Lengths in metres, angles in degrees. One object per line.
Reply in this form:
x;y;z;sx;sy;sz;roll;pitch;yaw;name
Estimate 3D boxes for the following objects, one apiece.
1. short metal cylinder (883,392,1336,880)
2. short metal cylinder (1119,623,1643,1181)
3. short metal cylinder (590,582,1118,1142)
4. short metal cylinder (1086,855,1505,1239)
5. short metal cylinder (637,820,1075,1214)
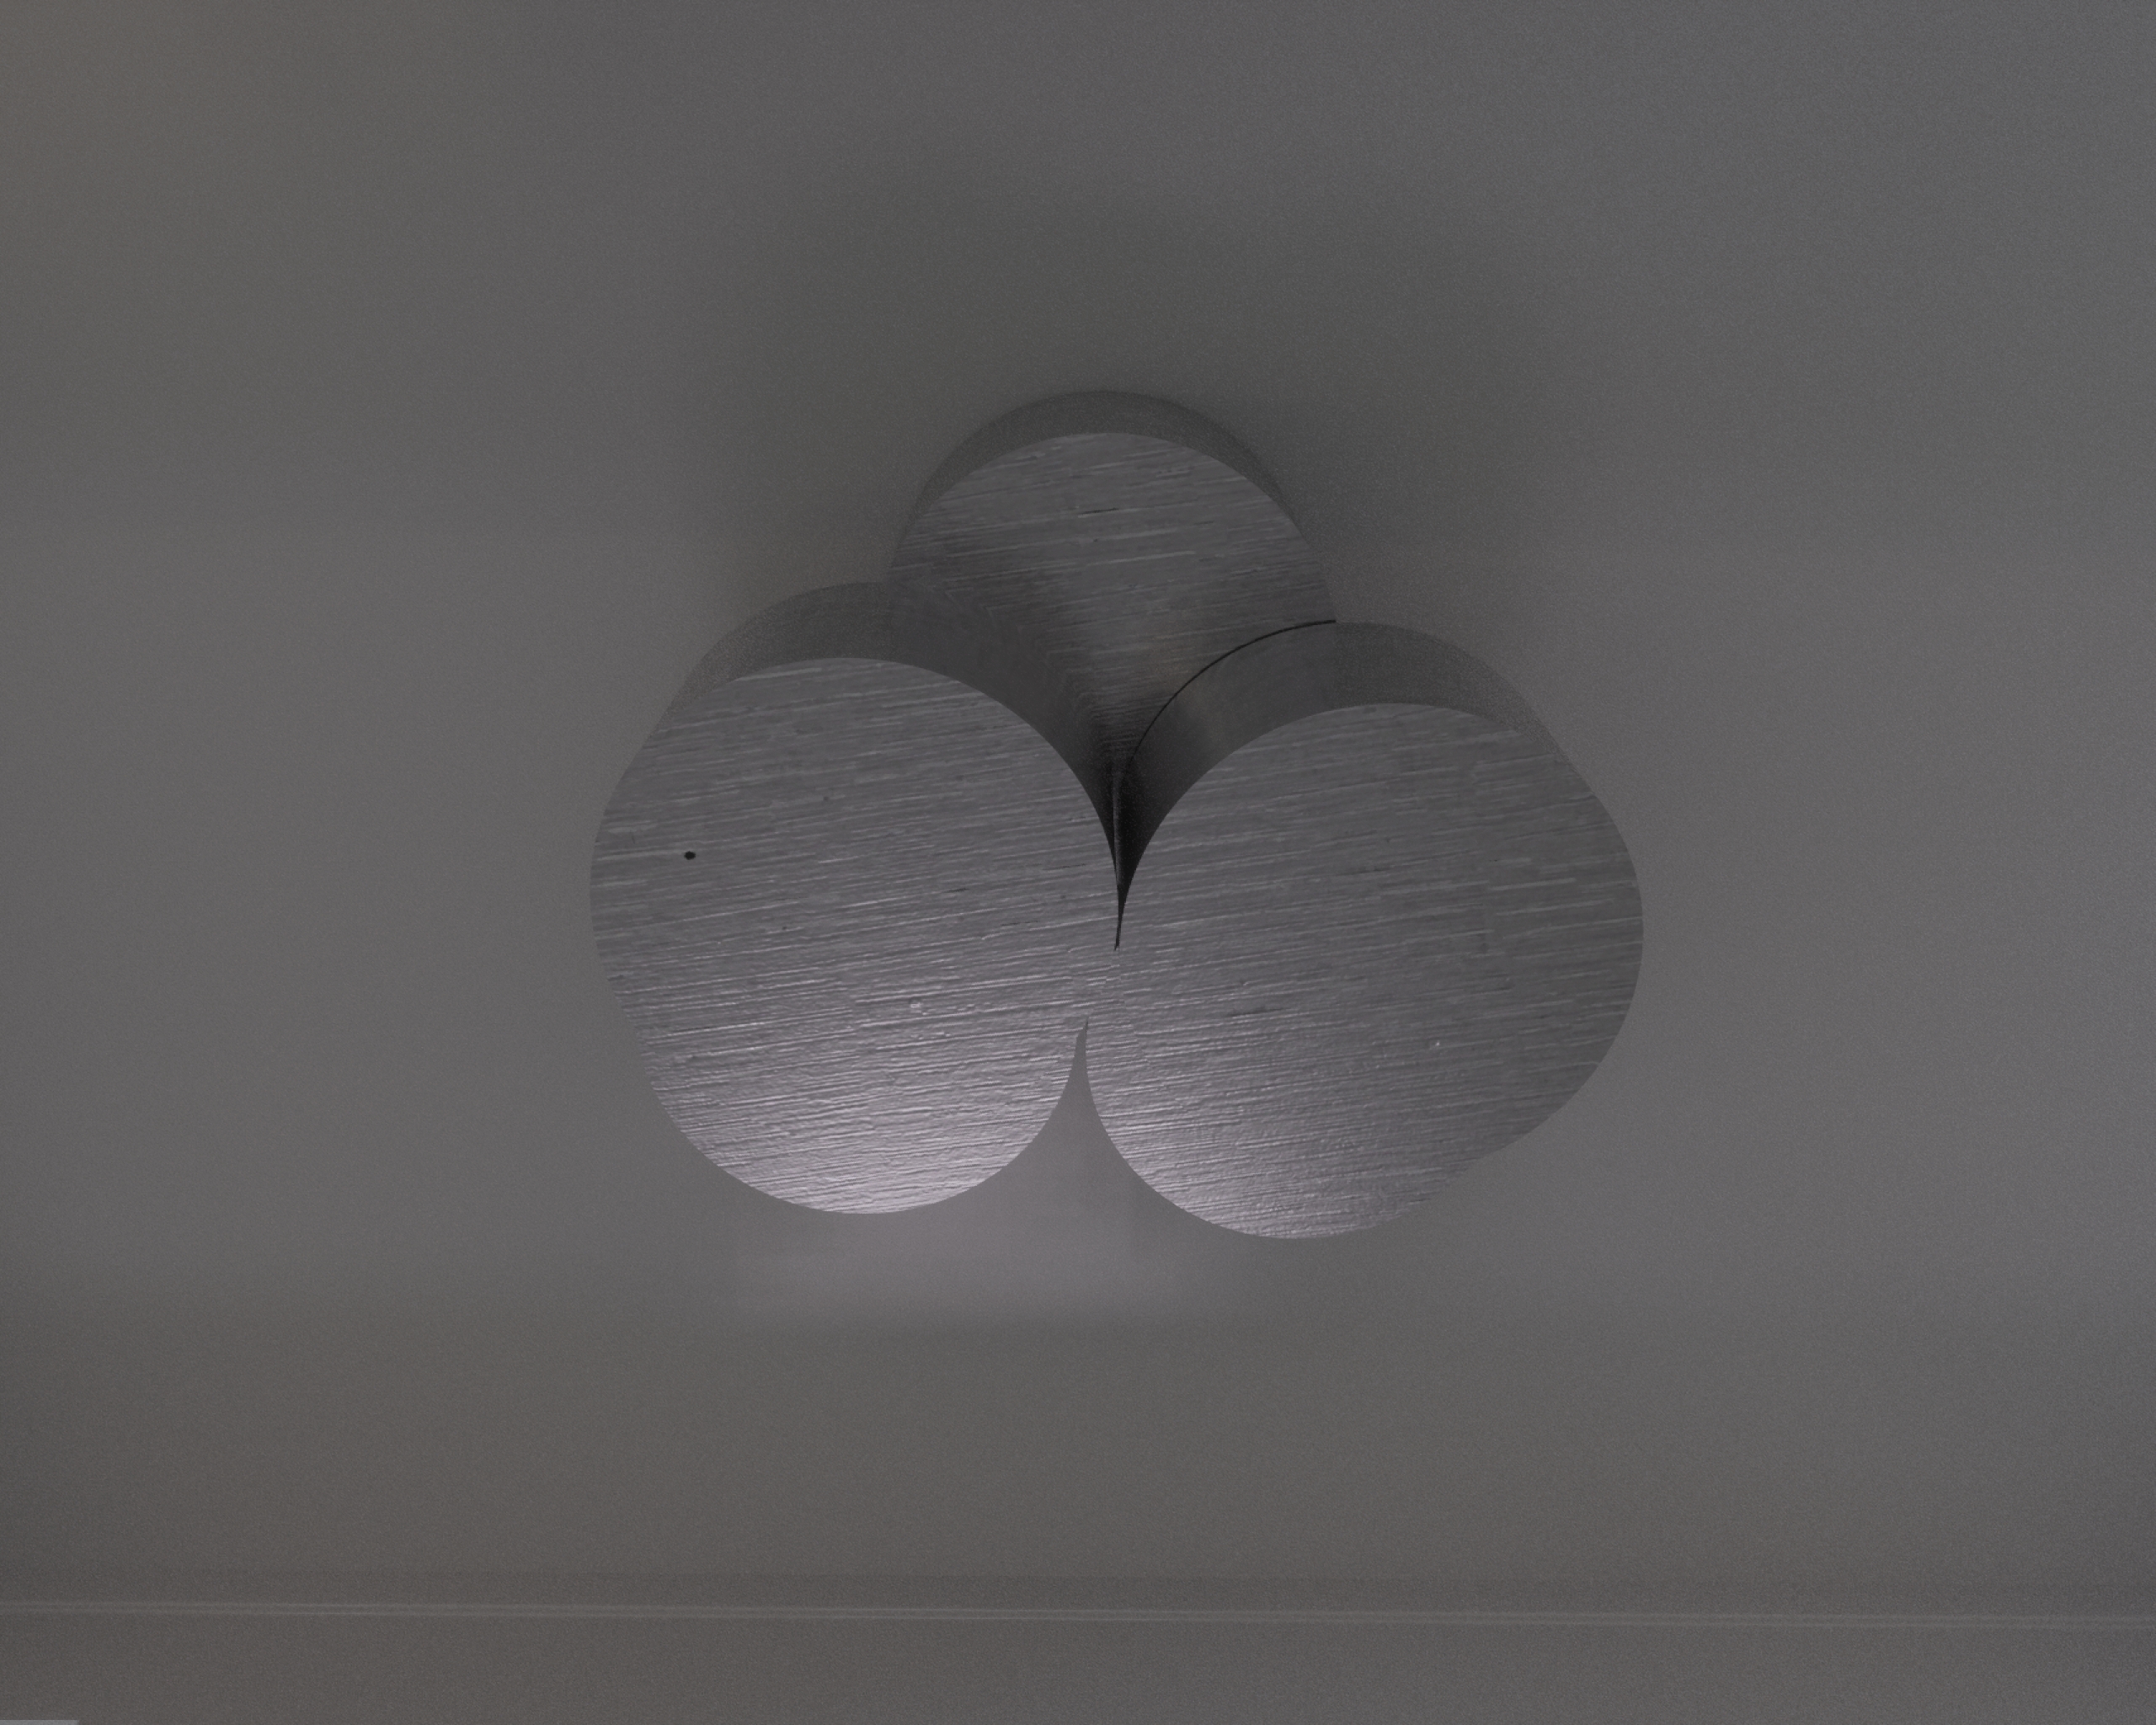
0.005;-0.042;0.381;0.081;0.050;0.079;0;110;0;short metal cylinder
0.047;0.005;0.344;0.081;0.050;0.079;0;110;0;short metal cylinder
-0.034;-0.001;0.342;0.081;0.050;0.079;0;110;0;short metal cylinder
0.042;0.025;0.406;0.081;0.050;0.079;0;110;0;short metal cylinder
-0.040;0.020;0.403;0.081;0.050;0.079;0;110;0;short metal cylinder
